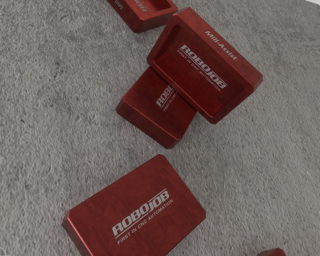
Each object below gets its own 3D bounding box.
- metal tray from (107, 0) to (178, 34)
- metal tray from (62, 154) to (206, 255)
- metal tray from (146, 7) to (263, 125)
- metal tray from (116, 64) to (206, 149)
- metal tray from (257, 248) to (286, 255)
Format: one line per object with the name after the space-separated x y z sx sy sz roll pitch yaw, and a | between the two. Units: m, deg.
-0.043 -0.223 0.512 0.091 0.030 0.130 -32 80 -38 | metal tray
-0.023 0.096 0.330 0.131 0.030 0.090 -29 78 -38 | metal tray
0.053 -0.076 0.397 0.130 0.090 0.030 44 51 2 | metal tray
0.011 -0.045 0.433 0.090 0.030 0.130 36 51 -4 | metal tray
0.108 0.202 0.334 0.131 0.030 0.090 -16 70 -34 | metal tray
